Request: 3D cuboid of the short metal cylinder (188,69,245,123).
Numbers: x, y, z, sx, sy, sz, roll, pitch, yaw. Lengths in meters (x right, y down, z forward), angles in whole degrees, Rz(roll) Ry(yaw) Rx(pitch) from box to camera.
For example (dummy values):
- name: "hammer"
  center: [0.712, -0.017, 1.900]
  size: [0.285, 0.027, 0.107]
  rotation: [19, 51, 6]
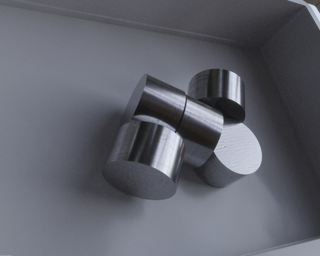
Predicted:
- name: "short metal cylinder"
  center: [0.078, -0.037, 0.434]
  size: [0.080, 0.080, 0.050]
  rotation: [21, 54, -16]

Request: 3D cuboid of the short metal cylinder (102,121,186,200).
- name: "short metal cylinder"
  center: [-0.016, 0.037, 0.338]
  size: [0.080, 0.080, 0.050]
  rotation: [26, 53, -13]

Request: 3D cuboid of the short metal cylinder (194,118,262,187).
- name: "short metal cylinder"
  center: [0.088, 0.033, 0.416]
  size: [0.081, 0.050, 0.080]
  rotation: [14, 56, -21]

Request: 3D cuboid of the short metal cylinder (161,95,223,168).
- name: "short metal cylinder"
  center: [0.035, 0.004, 0.387]
  size: [0.050, 0.080, 0.080]
  rotation: [24, 53, -14]

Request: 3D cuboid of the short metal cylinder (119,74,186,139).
- name: "short metal cylinder"
  center: [-0.011, -0.019, 0.375]
  size: [0.050, 0.080, 0.080]
  rotation: [23, 53, -15]
